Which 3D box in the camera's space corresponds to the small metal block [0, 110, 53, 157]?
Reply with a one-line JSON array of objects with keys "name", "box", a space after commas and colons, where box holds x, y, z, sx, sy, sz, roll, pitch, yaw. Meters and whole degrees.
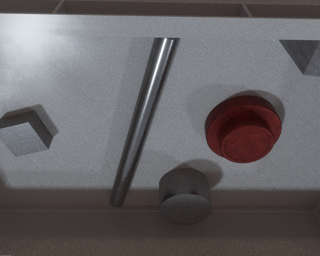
[{"name": "small metal block", "box": [-0.181, 0.008, 0.413, 0.050, 0.025, 0.050, -12, 129, 10]}]

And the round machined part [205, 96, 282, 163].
[{"name": "round machined part", "box": [0.110, 0.009, 0.407, 0.099, 0.042, 0.097, -1, 130, 0]}]

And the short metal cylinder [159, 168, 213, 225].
[{"name": "short metal cylinder", "box": [0.039, 0.108, 0.486, 0.081, 0.050, 0.079, 0, 130, 0]}]

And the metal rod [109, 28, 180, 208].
[{"name": "metal rod", "box": [-0.031, 0.011, 0.417, 0.025, 0.025, 0.298, 12, 129, -10]}]

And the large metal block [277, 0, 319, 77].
[{"name": "large metal block", "box": [0.173, -0.089, 0.300, 0.081, 0.080, 0.050, 5, 130, -5]}]
